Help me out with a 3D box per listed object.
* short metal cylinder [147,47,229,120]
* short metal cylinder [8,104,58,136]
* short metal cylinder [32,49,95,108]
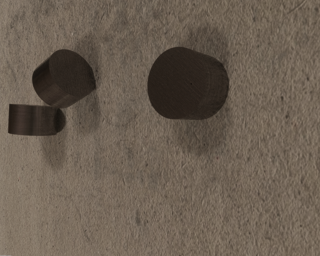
[{"bbox_3d":[0.032,-0.049,0.361,0.080,0.050,0.079,0,90,39],"label":"short metal cylinder"},{"bbox_3d":[-0.225,-0.015,0.551,0.080,0.081,0.050,7,95,39],"label":"short metal cylinder"},{"bbox_3d":[-0.152,-0.077,0.491,0.050,0.081,0.080,-23,75,37],"label":"short metal cylinder"}]
